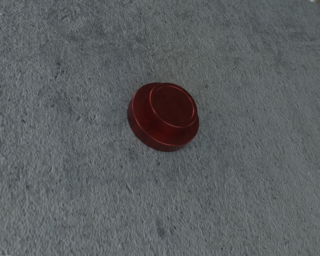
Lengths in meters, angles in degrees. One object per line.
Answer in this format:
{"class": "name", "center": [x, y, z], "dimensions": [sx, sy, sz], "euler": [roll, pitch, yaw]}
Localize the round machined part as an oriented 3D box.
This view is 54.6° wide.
{"class": "round machined part", "center": [0.010, -0.021, 0.410], "dimensions": [0.099, 0.042, 0.098], "euler": [13, 56, -21]}
